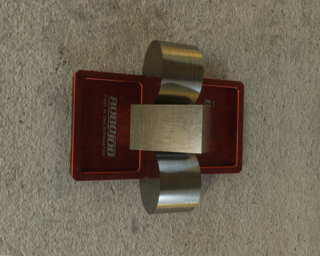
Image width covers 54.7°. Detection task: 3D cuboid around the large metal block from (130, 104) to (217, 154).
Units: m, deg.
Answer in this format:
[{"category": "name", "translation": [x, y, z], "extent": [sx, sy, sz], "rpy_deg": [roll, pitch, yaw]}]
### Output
[{"category": "large metal block", "translation": [0.019, 0.000, 0.366], "extent": [0.080, 0.080, 0.050], "rpy_deg": [2, 90, 20]}]

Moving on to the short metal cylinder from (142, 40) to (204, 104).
[{"category": "short metal cylinder", "translation": [0.013, -0.065, 0.386], "extent": [0.050, 0.080, 0.080], "rpy_deg": [2, 90, -20]}]

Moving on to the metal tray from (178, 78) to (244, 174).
[{"category": "metal tray", "translation": [0.070, -0.002, 0.434], "extent": [0.091, 0.030, 0.129], "rpy_deg": [2, 90, -20]}]

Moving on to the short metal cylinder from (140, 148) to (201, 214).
[{"category": "short metal cylinder", "translation": [0.010, 0.065, 0.385], "extent": [0.050, 0.080, 0.080], "rpy_deg": [2, 90, -20]}]

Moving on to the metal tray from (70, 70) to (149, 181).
[{"category": "metal tray", "translation": [-0.062, -0.002, 0.385], "extent": [0.091, 0.030, 0.129], "rpy_deg": [2, 90, -20]}]
